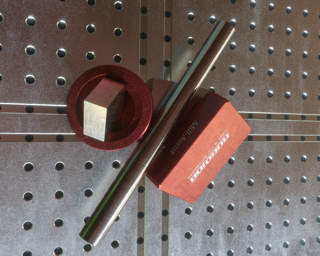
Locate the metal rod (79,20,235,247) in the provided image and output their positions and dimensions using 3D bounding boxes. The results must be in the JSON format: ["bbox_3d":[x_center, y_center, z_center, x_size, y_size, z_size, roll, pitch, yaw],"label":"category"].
[{"bbox_3d":[0.004,-0.003,0.361,0.025,0.025,0.300,36,78,-17],"label":"metal rod"}]

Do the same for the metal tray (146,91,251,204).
[{"bbox_3d":[0.052,0.029,0.395,0.130,0.030,0.090,-52,139,1],"label":"metal tray"}]

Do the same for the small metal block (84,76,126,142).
[{"bbox_3d":[-0.062,-0.022,0.347,0.025,0.050,0.050,20,44,6],"label":"small metal block"}]

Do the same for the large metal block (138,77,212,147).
[{"bbox_3d":[0.015,-0.015,0.406,0.081,0.050,0.080,10,87,-20],"label":"large metal block"}]

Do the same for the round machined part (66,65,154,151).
[{"bbox_3d":[-0.056,-0.024,0.370,0.099,0.042,0.097,0,93,5],"label":"round machined part"}]
